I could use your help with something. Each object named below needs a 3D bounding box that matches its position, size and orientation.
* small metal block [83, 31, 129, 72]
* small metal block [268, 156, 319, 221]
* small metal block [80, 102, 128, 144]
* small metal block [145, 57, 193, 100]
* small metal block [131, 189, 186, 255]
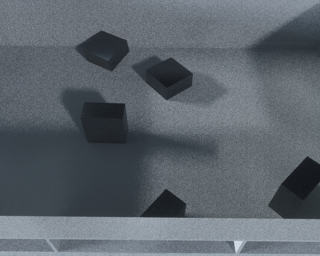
[{"bbox_3d":[-0.087,-0.126,0.504,0.050,0.025,0.050,26,65,19],"label":"small metal block"},{"bbox_3d":[0.149,0.066,0.335,0.050,0.050,0.025,-35,59,-26],"label":"small metal block"},{"bbox_3d":[-0.069,-0.006,0.393,0.050,0.050,0.025,2,50,1],"label":"small metal block"},{"bbox_3d":[0.013,-0.075,0.469,0.050,0.025,0.050,-31,57,-24],"label":"small metal block"},{"bbox_3d":[-0.001,0.097,0.308,0.025,0.050,0.050,33,57,24],"label":"small metal block"}]
